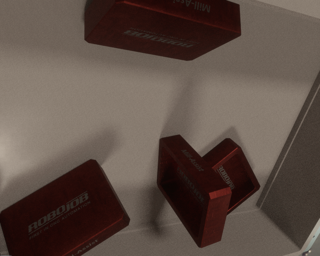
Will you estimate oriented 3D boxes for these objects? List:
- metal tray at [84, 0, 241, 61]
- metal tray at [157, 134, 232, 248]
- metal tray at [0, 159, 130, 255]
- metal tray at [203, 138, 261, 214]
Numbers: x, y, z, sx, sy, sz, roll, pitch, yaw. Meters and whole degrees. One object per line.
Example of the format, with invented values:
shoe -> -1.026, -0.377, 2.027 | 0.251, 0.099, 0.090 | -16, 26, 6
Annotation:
metal tray -> 0.002, -0.102, 0.305 | 0.131, 0.090, 0.030 | 3, 82, -30
metal tray -> 0.038, 0.078, 0.412 | 0.030, 0.130, 0.089 | -11, 123, -23
metal tray -> -0.113, 0.107, 0.368 | 0.131, 0.090, 0.030 | -31, 148, -9
metal tray -> 0.110, 0.088, 0.522 | 0.090, 0.030, 0.130 | -38, 130, -3
